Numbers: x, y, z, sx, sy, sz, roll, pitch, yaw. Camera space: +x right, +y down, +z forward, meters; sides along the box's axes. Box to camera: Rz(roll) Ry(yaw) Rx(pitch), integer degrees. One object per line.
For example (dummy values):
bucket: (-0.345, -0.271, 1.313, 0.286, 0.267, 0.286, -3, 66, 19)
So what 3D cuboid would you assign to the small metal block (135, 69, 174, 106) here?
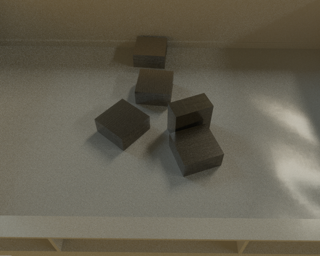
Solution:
small metal block: (-0.007, -0.060, 0.455, 0.050, 0.025, 0.050, 5, 50, 4)

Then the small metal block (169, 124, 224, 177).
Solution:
small metal block: (0.044, 0.027, 0.383, 0.050, 0.025, 0.050, -15, 52, -12)

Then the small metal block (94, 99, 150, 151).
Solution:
small metal block: (-0.049, -0.005, 0.409, 0.050, 0.025, 0.050, 34, 58, 25)

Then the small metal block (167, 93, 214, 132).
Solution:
small metal block: (0.038, -0.013, 0.400, 0.050, 0.050, 0.025, -17, 52, -14)

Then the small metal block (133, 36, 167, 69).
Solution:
small metal block: (-0.015, -0.124, 0.509, 0.050, 0.025, 0.050, 4, 50, 3)
